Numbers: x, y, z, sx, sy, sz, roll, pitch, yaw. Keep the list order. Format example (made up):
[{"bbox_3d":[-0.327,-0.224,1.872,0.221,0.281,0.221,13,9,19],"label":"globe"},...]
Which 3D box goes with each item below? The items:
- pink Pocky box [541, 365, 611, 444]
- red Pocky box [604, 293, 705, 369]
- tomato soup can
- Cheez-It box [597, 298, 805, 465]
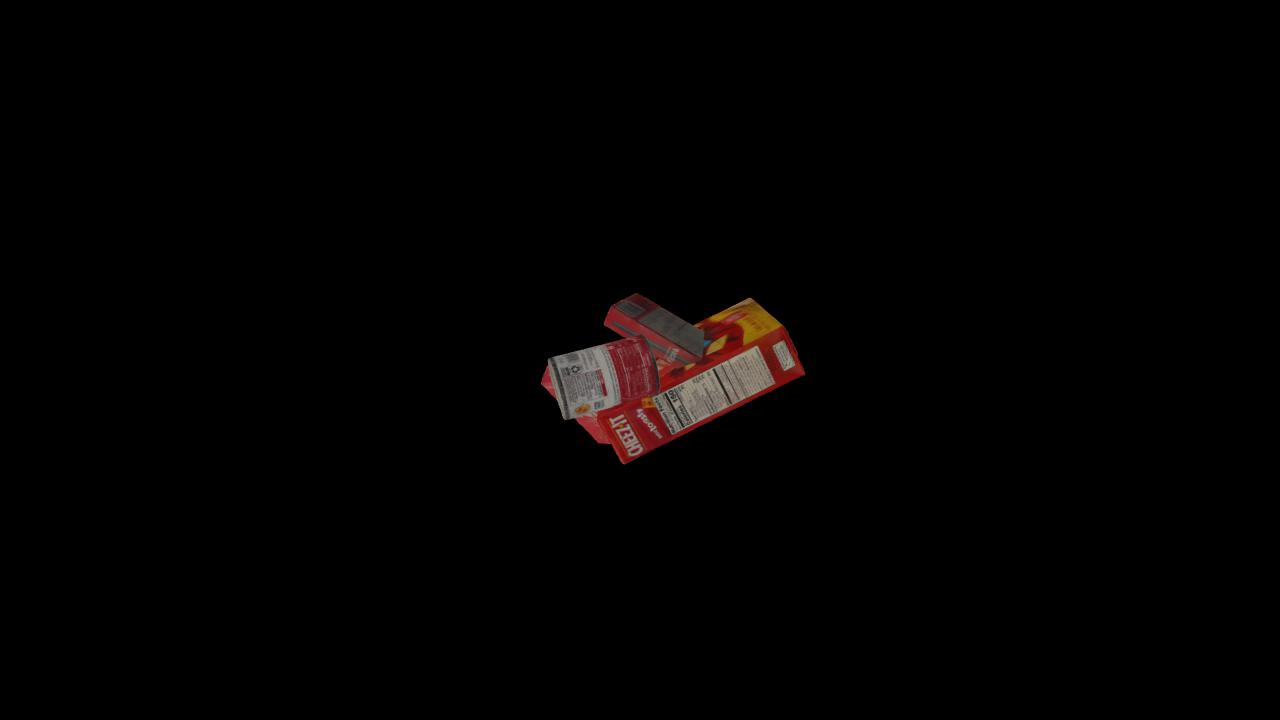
[{"bbox_3d":[-0.043,0.056,0.726,0.084,0.029,0.155,0,-33,26],"label":"pink Pocky box"},{"bbox_3d":[0.041,-0.021,0.695,0.155,0.028,0.083,31,24,10],"label":"red Pocky box"},{"bbox_3d":[-0.038,0.018,0.631,0.101,0.068,0.068,-15,4,-13],"label":"tomato soup can"},{"bbox_3d":[0.060,0.016,0.722,0.223,0.071,0.166,-26,16,5],"label":"Cheez-It box"}]
